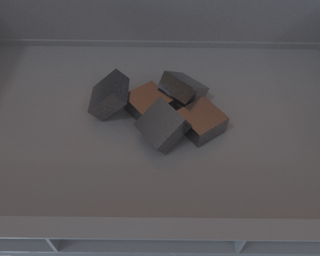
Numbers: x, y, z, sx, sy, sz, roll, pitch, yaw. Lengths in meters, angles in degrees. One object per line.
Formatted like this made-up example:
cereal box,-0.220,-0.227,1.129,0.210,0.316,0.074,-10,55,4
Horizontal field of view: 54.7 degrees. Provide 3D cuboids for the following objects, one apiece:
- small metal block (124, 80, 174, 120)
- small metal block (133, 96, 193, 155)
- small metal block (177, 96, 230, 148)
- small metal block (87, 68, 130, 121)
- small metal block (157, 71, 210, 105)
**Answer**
small metal block,-0.016,-0.034,0.431,0.050,0.025,0.050,-31,57,-24
small metal block,0.003,-0.004,0.391,0.050,0.025,0.050,-47,59,4
small metal block,0.055,-0.009,0.411,0.050,0.025,0.050,-29,56,-23
small metal block,-0.069,-0.045,0.422,0.050,0.025,0.050,-31,40,32
small metal block,0.034,-0.057,0.436,0.050,0.025,0.050,36,24,25
